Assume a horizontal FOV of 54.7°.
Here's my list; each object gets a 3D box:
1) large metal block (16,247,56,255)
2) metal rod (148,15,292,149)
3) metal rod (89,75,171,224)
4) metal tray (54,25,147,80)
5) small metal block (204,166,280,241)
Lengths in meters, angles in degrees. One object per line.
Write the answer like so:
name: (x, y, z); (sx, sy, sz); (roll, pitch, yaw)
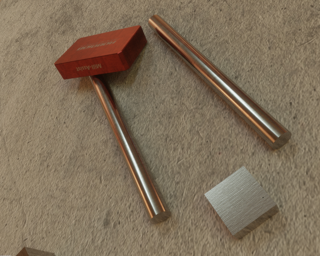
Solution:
large metal block: (-0.146, 0.195, 0.343); (0.080, 0.050, 0.080); (-47, 52, -5)
metal rod: (0.060, -0.081, 0.421); (0.025, 0.025, 0.300); (-38, 51, 3)
metal rod: (-0.057, -0.003, 0.434); (0.025, 0.025, 0.300); (-34, 52, 6)
metal tray: (-0.096, -0.123, 0.507); (0.130, 0.030, 0.090); (-3, 41, 26)
small metal block: (0.082, 0.076, 0.314); (0.050, 0.025, 0.050); (-37, 51, 3)
